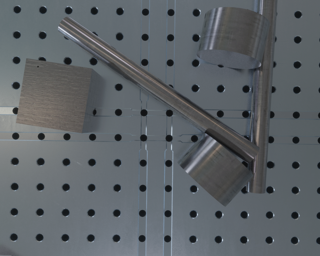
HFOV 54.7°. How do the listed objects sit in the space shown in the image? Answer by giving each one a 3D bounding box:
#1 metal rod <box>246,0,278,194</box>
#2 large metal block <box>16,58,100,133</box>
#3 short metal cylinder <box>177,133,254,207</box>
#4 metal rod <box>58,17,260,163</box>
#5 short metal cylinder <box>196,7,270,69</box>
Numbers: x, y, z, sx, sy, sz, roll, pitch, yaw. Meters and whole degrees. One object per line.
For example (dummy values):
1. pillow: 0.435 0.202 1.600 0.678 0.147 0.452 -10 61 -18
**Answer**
1. metal rod: 0.137 -0.064 0.414 0.025 0.025 0.298 4 90 0
2. large metal block: -0.128 -0.039 0.400 0.080 0.050 0.080 9 90 0
3. short metal cylinder: 0.068 0.051 0.387 0.080 0.080 0.050 42 90 0
4. metal rod: -0.004 -0.051 0.403 0.301 0.025 0.025 35 90 3
5. short metal cylinder: 0.091 -0.109 0.387 0.080 0.080 0.050 12 90 0
